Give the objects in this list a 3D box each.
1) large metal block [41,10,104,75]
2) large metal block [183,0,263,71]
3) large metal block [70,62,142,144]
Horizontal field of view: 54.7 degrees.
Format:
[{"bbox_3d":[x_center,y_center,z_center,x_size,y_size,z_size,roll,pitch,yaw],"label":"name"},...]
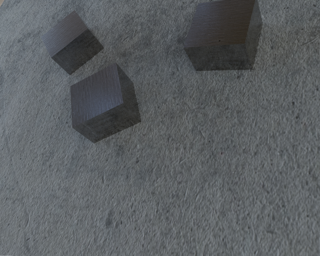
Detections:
[{"bbox_3d":[-0.161,-0.157,0.570,0.080,0.050,0.080,-38,51,2],"label":"large metal block"},{"bbox_3d":[0.087,-0.125,0.419,0.080,0.050,0.080,5,64,30],"label":"large metal block"},{"bbox_3d":[-0.081,-0.036,0.452,0.080,0.050,0.080,-24,53,13],"label":"large metal block"}]
